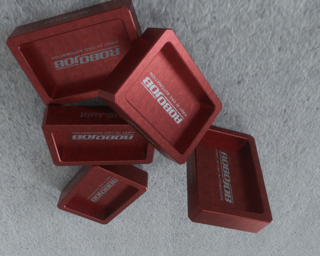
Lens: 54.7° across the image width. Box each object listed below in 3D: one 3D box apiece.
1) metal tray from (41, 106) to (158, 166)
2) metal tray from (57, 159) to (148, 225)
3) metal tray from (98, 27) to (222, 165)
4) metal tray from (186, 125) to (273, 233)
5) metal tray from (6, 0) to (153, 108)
[{"bbox_3d":[-0.072,0.012,0.391,0.131,0.030,0.089,0,143,-8],"label":"metal tray"},{"bbox_3d":[-0.090,0.098,0.481,0.090,0.030,0.129,29,127,-23],"label":"metal tray"},{"bbox_3d":[0.008,-0.030,0.332,0.090,0.030,0.130,-54,132,-12],"label":"metal tray"},{"bbox_3d":[0.081,0.057,0.386,0.091,0.130,0.030,14,136,-12],"label":"metal tray"},{"bbox_3d":[-0.081,-0.077,0.336,0.131,0.030,0.090,-12,130,9],"label":"metal tray"}]
